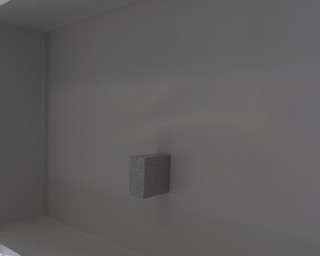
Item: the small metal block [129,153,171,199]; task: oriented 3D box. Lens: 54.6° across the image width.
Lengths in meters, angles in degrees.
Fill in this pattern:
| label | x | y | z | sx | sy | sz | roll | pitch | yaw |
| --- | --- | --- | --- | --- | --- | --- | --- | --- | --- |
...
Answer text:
| label | x | y | z | sx | sy | sz | roll | pitch | yaw |
| --- | --- | --- | --- | --- | --- | --- | --- | --- | --- |
| small metal block | -0.012 | 0.060 | 0.402 | 0.025 | 0.050 | 0.050 | 3 | 92 | 40 |
